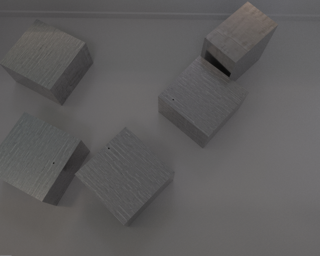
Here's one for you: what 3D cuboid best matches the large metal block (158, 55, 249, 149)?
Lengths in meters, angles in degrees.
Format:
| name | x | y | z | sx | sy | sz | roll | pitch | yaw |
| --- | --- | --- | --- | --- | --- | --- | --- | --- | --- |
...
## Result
| name | x | y | z | sx | sy | sz | roll | pitch | yaw |
| --- | --- | --- | --- | --- | --- | --- | --- | --- | --- |
| large metal block | 0.055 | -0.034 | 0.409 | 0.080 | 0.050 | 0.080 | 40 | 75 | 13 |

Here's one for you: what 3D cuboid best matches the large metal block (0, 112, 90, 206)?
| name | x | y | z | sx | sy | sz | roll | pitch | yaw |
| --- | --- | --- | --- | --- | --- | --- | --- | --- | --- |
| large metal block | -0.147 | 0.039 | 0.381 | 0.080 | 0.050 | 0.080 | 26 | 72 | 9 |

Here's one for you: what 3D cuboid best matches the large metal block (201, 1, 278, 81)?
| name | x | y | z | sx | sy | sz | roll | pitch | yaw |
| --- | --- | --- | --- | --- | --- | --- | --- | --- | --- |
| large metal block | 0.101 | -0.107 | 0.420 | 0.080 | 0.080 | 0.050 | -42 | 75 | -14 |

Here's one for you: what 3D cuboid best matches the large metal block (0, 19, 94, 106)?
| name | x | y | z | sx | sy | sz | roll | pitch | yaw |
| --- | --- | --- | --- | --- | --- | --- | --- | --- | --- |
| large metal block | -0.153 | -0.090 | 0.428 | 0.080 | 0.050 | 0.080 | 27 | 72 | 9 |

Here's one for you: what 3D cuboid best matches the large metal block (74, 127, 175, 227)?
| name | x | y | z | sx | sy | sz | roll | pitch | yaw |
| --- | --- | --- | --- | --- | --- | --- | --- | --- | --- |
| large metal block | -0.040 | 0.060 | 0.374 | 0.080 | 0.050 | 0.080 | 42 | 75 | 14 |
